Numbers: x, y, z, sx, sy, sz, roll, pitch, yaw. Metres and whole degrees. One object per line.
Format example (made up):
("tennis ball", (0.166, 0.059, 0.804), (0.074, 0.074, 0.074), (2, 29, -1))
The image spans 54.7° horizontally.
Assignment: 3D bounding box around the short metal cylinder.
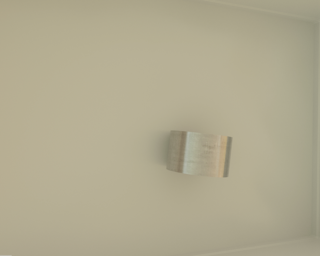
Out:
("short metal cylinder", (0.051, 0.033, 0.401), (0.081, 0.080, 0.050), (7, 88, -20))
